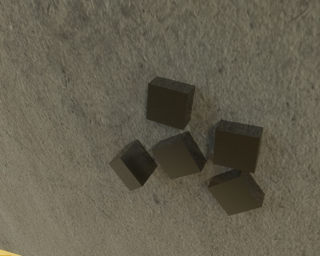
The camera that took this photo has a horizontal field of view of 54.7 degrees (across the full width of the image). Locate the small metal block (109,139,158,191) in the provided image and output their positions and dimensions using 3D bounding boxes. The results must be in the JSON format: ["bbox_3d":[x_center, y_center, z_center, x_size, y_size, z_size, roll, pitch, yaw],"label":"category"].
[{"bbox_3d":[-0.037,0.052,0.441,0.025,0.050,0.050,-28,103,37],"label":"small metal block"}]

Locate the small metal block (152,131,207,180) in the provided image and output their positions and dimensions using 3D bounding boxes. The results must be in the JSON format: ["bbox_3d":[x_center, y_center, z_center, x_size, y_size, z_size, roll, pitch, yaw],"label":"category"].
[{"bbox_3d":[0.026,0.037,0.415,0.050,0.025,0.050,-21,107,35],"label":"small metal block"}]

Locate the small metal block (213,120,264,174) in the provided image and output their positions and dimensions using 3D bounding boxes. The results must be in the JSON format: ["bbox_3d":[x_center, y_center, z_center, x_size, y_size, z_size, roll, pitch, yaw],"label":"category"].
[{"bbox_3d":[0.093,0.022,0.371,0.050,0.025,0.050,12,123,21],"label":"small metal block"}]

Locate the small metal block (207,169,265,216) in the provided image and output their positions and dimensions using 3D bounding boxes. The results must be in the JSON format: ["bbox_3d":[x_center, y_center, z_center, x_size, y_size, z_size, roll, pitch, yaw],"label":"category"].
[{"bbox_3d":[0.099,0.083,0.405,0.050,0.025,0.050,-30,102,37],"label":"small metal block"}]

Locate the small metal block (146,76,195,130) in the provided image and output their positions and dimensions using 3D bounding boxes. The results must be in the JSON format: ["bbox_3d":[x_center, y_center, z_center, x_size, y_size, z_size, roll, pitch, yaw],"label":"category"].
[{"bbox_3d":[0.012,-0.031,0.380,0.050,0.025,0.050,17,125,17],"label":"small metal block"}]
